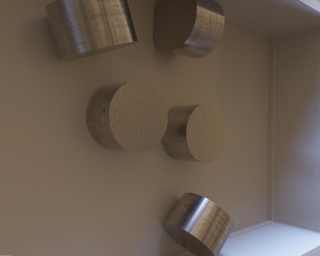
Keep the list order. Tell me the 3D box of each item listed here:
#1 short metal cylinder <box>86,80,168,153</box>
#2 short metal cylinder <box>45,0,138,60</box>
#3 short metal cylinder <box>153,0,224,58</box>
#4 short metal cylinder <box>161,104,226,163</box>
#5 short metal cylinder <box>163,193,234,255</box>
[{"bbox_3d":[-0.038,-0.013,0.360,0.081,0.050,0.079,0,90,-40],"label":"short metal cylinder"},{"bbox_3d":[-0.068,-0.103,0.315,0.081,0.080,0.050,-24,106,-38],"label":"short metal cylinder"},{"bbox_3d":[0.036,-0.135,0.403,0.050,0.080,0.079,3,89,-40],"label":"short metal cylinder"},{"bbox_3d":[0.047,0.007,0.432,0.081,0.050,0.079,0,90,-40],"label":"short metal cylinder"},{"bbox_3d":[0.051,0.132,0.416,0.050,0.080,0.080,-51,121,-28],"label":"short metal cylinder"}]
